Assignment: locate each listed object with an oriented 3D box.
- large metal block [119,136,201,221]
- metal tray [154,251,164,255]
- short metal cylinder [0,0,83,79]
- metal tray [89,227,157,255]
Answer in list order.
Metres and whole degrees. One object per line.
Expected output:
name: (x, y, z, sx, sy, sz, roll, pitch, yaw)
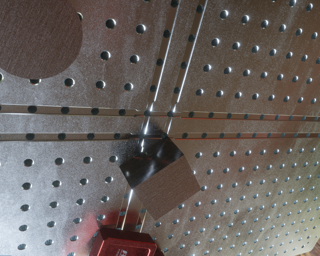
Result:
large metal block: (0.002, 0.072, 0.440, 0.080, 0.050, 0.080, -33, 129, -7)
metal tray: (-0.048, 0.283, 0.556, 0.131, 0.030, 0.089, -15, 125, -20)
short metal cylinder: (-0.115, -0.090, 0.276, 0.081, 0.050, 0.079, -14, 124, -21)
metal tray: (-0.071, 0.226, 0.483, 0.091, 0.030, 0.129, 19, 96, -27)
